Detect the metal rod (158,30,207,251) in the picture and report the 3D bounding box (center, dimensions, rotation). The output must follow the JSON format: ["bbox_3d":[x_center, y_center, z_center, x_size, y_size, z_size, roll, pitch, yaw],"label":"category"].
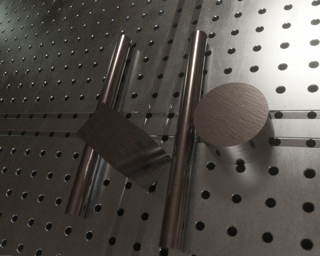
[{"bbox_3d":[0.034,-0.004,0.391,0.025,0.025,0.299,-4,60,26],"label":"metal rod"}]

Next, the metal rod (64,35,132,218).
[{"bbox_3d":[-0.085,-0.019,0.462,0.025,0.025,0.299,-4,60,26],"label":"metal rod"}]

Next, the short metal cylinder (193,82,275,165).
[{"bbox_3d":[0.084,-0.004,0.350,0.080,0.050,0.080,-13,56,20],"label":"short metal cylinder"}]

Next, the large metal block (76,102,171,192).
[{"bbox_3d":[-0.042,0.024,0.379,0.080,0.080,0.050,33,80,38],"label":"large metal block"}]
